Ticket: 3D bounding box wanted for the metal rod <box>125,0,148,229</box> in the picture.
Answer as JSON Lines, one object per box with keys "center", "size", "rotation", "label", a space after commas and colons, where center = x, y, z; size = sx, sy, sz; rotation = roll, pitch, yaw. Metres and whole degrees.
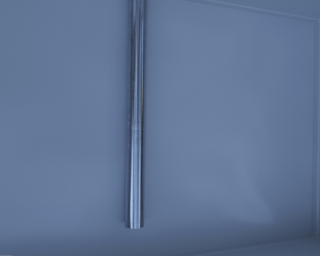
{"center": [-0.031, -0.023, 0.399], "size": [0.025, 0.025, 0.298], "rotation": [1, 90, -20], "label": "metal rod"}
